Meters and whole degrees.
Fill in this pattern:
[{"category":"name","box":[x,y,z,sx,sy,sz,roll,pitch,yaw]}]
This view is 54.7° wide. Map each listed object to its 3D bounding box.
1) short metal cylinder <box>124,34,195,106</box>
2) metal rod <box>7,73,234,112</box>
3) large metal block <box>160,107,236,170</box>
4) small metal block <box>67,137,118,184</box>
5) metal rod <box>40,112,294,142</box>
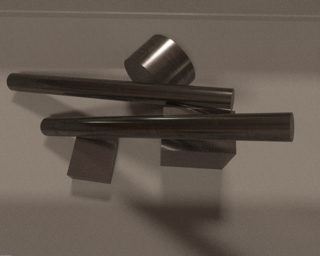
[{"category":"short metal cylinder","box":[-0.001,-0.075,0.408,0.080,0.080,0.050,41,75,13]},{"category":"metal rod","box":[-0.063,-0.047,0.382,0.301,0.025,0.025,7,69,19]},{"category":"large metal block","box":[0.042,0.015,0.375,0.081,0.080,0.050,3,70,1]},{"category":"small metal block","box":[-0.084,0.041,0.394,0.050,0.025,0.050,8,70,2]},{"category":"metal rod","box":[-0.019,-0.001,0.335,0.300,0.025,0.025,0,67,30]}]
